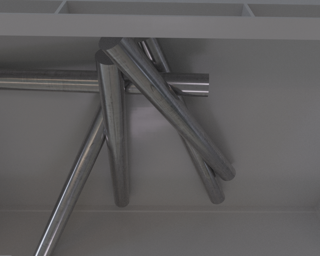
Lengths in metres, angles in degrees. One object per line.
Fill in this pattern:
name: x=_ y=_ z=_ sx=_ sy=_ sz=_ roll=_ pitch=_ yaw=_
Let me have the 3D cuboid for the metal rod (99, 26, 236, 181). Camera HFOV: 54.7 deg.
metal rod: x=0.032 y=-0.001 z=0.357 sx=0.025 sy=0.025 sz=0.300 roll=-23 pitch=142 yaw=18

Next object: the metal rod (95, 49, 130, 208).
metal rod: x=-0.054 y=0.028 z=0.394 sx=0.025 sy=0.025 sz=0.298 roll=2 pitch=142 yaw=-2

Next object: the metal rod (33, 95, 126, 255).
metal rod: x=-0.110 y=0.069 z=0.408 sx=0.025 sy=0.025 sz=0.298 roll=22 pitch=109 yaw=-17

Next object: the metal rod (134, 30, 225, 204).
metal rod: x=0.039 y=0.009 z=0.416 sx=0.025 sy=0.025 sz=0.299 roll=-17 pitch=128 yaw=14

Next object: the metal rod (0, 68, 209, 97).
metal rod: x=-0.099 y=-0.052 z=0.343 sx=0.302 sy=0.025 sz=0.025 roll=2 pitch=130 yaw=5
